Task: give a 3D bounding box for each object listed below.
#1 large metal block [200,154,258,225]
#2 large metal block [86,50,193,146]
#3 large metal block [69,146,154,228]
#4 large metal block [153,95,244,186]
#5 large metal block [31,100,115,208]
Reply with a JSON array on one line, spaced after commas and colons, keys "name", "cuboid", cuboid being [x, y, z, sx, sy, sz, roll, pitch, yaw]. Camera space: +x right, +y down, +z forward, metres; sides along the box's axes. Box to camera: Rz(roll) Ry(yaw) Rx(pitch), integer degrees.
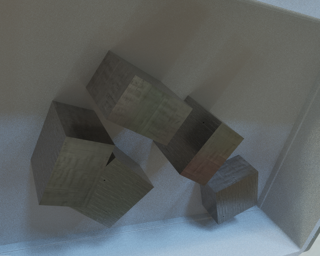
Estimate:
[{"name": "large metal block", "cuboid": [0.116, 0.104, 0.523, 0.081, 0.050, 0.080, -22, 127, -15]}, {"name": "large metal block", "cuboid": [-0.025, -0.033, 0.340, 0.080, 0.080, 0.050, 26, 104, -38]}, {"name": "large metal block", "cuboid": [-0.069, 0.071, 0.400, 0.080, 0.050, 0.080, -43, 130, 1]}, {"name": "large metal block", "cuboid": [0.048, 0.015, 0.411, 0.050, 0.080, 0.080, 31, 101, -38]}, {"name": "large metal block", "cuboid": [-0.099, 0.027, 0.337, 0.050, 0.080, 0.080, 14, 111, -34]}]
